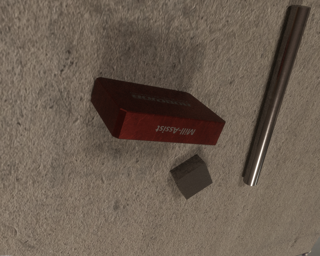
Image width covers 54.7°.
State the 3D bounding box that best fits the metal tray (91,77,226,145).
[{"bbox_3d":[-0.002,-0.019,0.353,0.131,0.090,0.030,5,116,-31],"label":"metal tray"}]

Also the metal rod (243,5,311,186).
[{"bbox_3d":[0.175,-0.033,0.484,0.025,0.025,0.298,-9,123,-24],"label":"metal rod"}]

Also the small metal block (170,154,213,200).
[{"bbox_3d":[0.050,0.077,0.483,0.050,0.025,0.050,-31,129,-9],"label":"small metal block"}]
